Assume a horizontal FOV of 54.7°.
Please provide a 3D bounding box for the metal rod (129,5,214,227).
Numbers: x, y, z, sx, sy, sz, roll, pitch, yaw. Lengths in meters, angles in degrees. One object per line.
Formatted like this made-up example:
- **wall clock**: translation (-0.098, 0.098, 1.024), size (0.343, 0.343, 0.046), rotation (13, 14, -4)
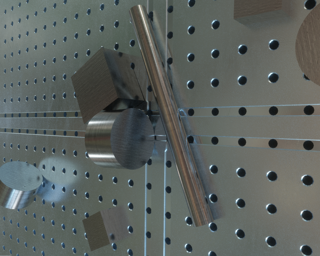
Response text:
- **metal rod**: translation (0.010, -0.026, 0.401), size (0.025, 0.025, 0.299), rotation (-27, 73, 37)

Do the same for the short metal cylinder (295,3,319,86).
- **short metal cylinder**: translation (0.163, -0.068, 0.259), size (0.080, 0.050, 0.080), rotation (0, 90, 40)

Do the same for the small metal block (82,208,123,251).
- **small metal block**: translation (-0.091, 0.159, 0.485), size (0.050, 0.025, 0.050), rotation (-34, 69, 35)

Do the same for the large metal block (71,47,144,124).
- **large metal block**: translation (-0.079, -0.058, 0.458), size (0.080, 0.050, 0.080), rotation (-32, 70, 35)

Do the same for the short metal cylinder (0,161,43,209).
- **short metal cylinder**: translation (-0.278, 0.110, 0.604), size (0.080, 0.081, 0.050), rotation (47, 118, 30)

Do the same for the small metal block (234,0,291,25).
- **small metal block**: translation (0.106, -0.140, 0.322), size (0.050, 0.025, 0.050), rotation (3, 92, 40)

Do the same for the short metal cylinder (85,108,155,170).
- **short metal cylinder**: translation (-0.053, 0.015, 0.417), size (0.050, 0.081, 0.080), rotation (-3, 88, 40)
